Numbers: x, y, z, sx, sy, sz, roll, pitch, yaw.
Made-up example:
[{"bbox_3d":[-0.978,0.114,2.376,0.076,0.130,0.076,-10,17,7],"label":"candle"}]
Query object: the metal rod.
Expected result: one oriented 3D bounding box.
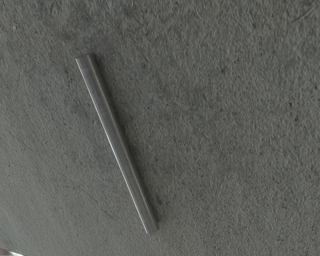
[{"bbox_3d":[-0.056,0.037,0.459,0.025,0.025,0.299,-4,117,30],"label":"metal rod"}]
